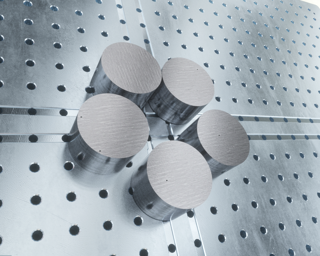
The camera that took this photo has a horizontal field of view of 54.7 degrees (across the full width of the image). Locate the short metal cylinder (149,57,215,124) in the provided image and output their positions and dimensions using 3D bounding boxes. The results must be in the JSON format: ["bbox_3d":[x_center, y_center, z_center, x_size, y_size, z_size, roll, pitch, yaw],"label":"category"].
[{"bbox_3d":[0.029,-0.052,0.438,0.081,0.050,0.080,13,57,-21],"label":"short metal cylinder"}]

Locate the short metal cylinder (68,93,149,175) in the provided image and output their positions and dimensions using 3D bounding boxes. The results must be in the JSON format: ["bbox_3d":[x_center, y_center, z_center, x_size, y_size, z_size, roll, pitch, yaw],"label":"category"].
[{"bbox_3d":[-0.059,0.007,0.355,0.081,0.050,0.080,13,56,-21],"label":"short metal cylinder"}]

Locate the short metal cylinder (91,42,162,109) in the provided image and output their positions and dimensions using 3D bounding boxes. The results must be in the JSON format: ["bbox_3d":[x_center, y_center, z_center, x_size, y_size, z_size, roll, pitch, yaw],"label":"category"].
[{"bbox_3d":[-0.045,-0.065,0.407,0.081,0.050,0.080,14,56,-21],"label":"short metal cylinder"}]

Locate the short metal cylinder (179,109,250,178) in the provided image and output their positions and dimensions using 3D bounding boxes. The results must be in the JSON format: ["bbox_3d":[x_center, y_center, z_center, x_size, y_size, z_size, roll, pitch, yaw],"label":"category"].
[{"bbox_3d":[0.072,0.022,0.416,0.081,0.050,0.080,13,57,-22],"label":"short metal cylinder"}]

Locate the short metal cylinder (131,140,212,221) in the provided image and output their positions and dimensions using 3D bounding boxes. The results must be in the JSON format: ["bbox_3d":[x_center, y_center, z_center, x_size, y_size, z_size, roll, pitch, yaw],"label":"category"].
[{"bbox_3d":[0.013,0.061,0.360,0.081,0.050,0.080,13,56,-20],"label":"short metal cylinder"}]
